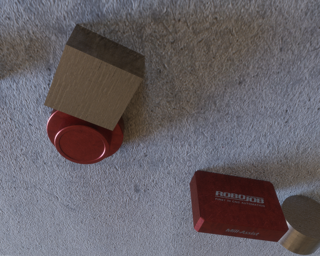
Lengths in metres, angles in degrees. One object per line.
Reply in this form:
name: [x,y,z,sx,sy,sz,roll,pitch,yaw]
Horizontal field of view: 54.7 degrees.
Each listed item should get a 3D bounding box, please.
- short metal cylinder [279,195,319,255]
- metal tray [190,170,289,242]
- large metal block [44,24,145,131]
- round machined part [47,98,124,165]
short metal cylinder: [0.232,0.158,0.508,0.081,0.080,0.050,5,130,-5]
metal tray: [0.114,0.115,0.463,0.131,0.090,0.030,10,129,-9]
large metal block: [-0.072,-0.054,0.344,0.080,0.050,0.080,22,127,-18]
round machined part: [-0.097,0.010,0.403,0.099,0.042,0.097,0,130,0]
